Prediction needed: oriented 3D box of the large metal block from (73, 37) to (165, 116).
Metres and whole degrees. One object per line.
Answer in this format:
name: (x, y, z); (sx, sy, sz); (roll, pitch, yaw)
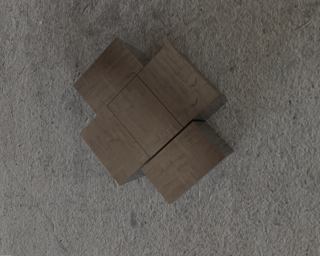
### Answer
large metal block: (-0.048, -0.060, 0.397); (0.080, 0.080, 0.050); (-44, 77, 14)

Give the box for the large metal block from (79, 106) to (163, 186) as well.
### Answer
large metal block: (-0.040, 0.020, 0.395); (0.050, 0.080, 0.080); (-44, 77, 15)

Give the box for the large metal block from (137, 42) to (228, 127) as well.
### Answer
large metal block: (0.031, -0.047, 0.370); (0.050, 0.080, 0.080); (-44, 77, 15)

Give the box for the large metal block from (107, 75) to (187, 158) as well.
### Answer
large metal block: (-0.005, -0.013, 0.382); (0.050, 0.080, 0.080); (-44, 77, 15)

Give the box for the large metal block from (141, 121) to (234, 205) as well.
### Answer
large metal block: (0.036, 0.038, 0.368); (0.080, 0.080, 0.050); (-44, 77, 14)
